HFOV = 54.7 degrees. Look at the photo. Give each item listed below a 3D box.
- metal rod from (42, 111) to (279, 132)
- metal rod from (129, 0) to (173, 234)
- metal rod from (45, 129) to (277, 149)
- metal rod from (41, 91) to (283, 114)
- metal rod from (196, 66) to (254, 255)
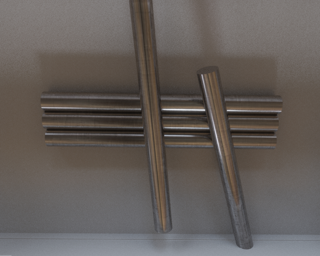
[{"bbox_3d":[0.002,-0.009,0.407,0.302,0.025,0.025,1,110,-1],"label":"metal rod"},{"bbox_3d":[-0.008,0.001,0.383,0.025,0.025,0.298,-5,110,1],"label":"metal rod"},{"bbox_3d":[0.002,0.014,0.415,0.302,0.025,0.025,1,110,-1],"label":"metal rod"},{"bbox_3d":[0.003,-0.032,0.398,0.302,0.025,0.025,1,110,-1],"label":"metal rod"},{"bbox_3d":[0.093,0.062,0.413,0.025,0.025,0.298,-15,117,5],"label":"metal rod"}]
